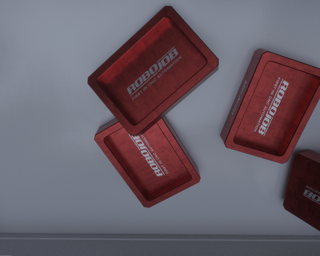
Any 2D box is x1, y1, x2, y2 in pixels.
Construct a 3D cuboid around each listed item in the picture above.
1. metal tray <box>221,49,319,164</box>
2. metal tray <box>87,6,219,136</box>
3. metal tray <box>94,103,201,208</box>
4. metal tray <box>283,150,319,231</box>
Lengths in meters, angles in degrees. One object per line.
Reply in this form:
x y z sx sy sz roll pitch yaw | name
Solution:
0.144 -0.026 0.400 0.091 0.030 0.129 16 109 -6 | metal tray
-0.008 -0.064 0.363 0.130 0.030 0.090 -41 84 9 | metal tray
-0.015 0.036 0.421 0.090 0.030 0.130 -30 108 10 | metal tray
0.227 0.094 0.393 0.030 0.130 0.089 -9 114 -31 | metal tray
